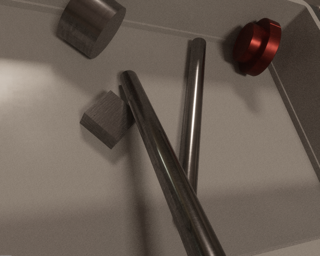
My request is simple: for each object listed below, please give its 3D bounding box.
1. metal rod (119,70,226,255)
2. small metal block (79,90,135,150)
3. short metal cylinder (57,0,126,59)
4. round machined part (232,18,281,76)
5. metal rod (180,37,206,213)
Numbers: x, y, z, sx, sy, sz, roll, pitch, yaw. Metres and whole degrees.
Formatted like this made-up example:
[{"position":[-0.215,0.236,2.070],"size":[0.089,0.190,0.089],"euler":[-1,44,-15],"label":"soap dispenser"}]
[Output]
[{"position":[-0.002,0.019,0.314],"size":[0.025,0.025,0.300],"euler":[7,33,-25],"label":"metal rod"},{"position":[-0.060,-0.011,0.381],"size":[0.050,0.025,0.050],"euler":[41,51,-1],"label":"small metal block"},{"position":[-0.089,-0.139,0.409],"size":[0.050,0.080,0.080],"euler":[35,51,-6],"label":"short metal cylinder"},{"position":[0.161,-0.143,0.536],"size":[0.042,0.097,0.098],"euler":[17,55,-12],"label":"round machined part"},{"position":[0.048,-0.024,0.447],"size":[0.025,0.025,0.300],"euler":[21,54,-17],"label":"metal rod"}]
